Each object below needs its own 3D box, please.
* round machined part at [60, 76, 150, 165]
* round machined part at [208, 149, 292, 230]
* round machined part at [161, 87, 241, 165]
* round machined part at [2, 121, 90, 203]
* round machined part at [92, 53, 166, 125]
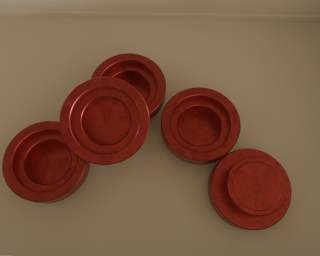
[{"bbox_3d":[-0.061,-0.008,0.360,0.099,0.042,0.097,0,89,-1],"label":"round machined part"},{"bbox_3d":[0.110,0.072,0.373,0.099,0.042,0.098,1,72,-3],"label":"round machined part"},{"bbox_3d":[0.050,0.000,0.401,0.099,0.042,0.098,0,70,0],"label":"round machined part"},{"bbox_3d":[-0.135,0.044,0.383,0.099,0.042,0.098,0,70,-1],"label":"round machined part"},{"bbox_3d":[-0.042,-0.048,0.417,0.099,0.042,0.098,0,70,-1],"label":"round machined part"}]
